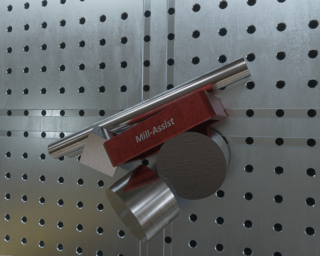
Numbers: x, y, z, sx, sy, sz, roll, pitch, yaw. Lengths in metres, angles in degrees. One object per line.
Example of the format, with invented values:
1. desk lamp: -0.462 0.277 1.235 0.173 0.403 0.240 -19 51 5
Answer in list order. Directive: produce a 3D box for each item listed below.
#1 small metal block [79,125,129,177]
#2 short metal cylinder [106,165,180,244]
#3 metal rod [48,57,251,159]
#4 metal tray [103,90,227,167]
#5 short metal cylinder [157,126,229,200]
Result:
1. small metal block: -0.075 0.031 0.422 0.050 0.025 0.050 24 115 -1
2. short metal cylinder: -0.022 0.092 0.380 0.050 0.080 0.080 -35 75 -26
3. metal rod: -0.027 -0.020 0.418 0.300 0.025 0.025 -22 83 18
4. metal tray: 0.009 0.002 0.371 0.130 0.090 0.030 -28 81 18
5. short metal cylinder: 0.042 0.040 0.375 0.080 0.050 0.079 2 99 15
